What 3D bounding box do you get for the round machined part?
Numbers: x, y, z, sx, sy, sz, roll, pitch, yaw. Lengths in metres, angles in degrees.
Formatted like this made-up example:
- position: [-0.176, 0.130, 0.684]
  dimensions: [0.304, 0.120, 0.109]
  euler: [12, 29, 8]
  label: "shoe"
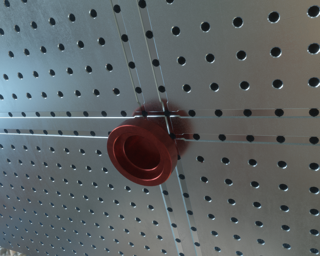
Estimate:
- position: [-0.021, 0.029, 0.430]
  dimensions: [0.098, 0.042, 0.097]
  euler: [13, 124, 21]
  label: "round machined part"
